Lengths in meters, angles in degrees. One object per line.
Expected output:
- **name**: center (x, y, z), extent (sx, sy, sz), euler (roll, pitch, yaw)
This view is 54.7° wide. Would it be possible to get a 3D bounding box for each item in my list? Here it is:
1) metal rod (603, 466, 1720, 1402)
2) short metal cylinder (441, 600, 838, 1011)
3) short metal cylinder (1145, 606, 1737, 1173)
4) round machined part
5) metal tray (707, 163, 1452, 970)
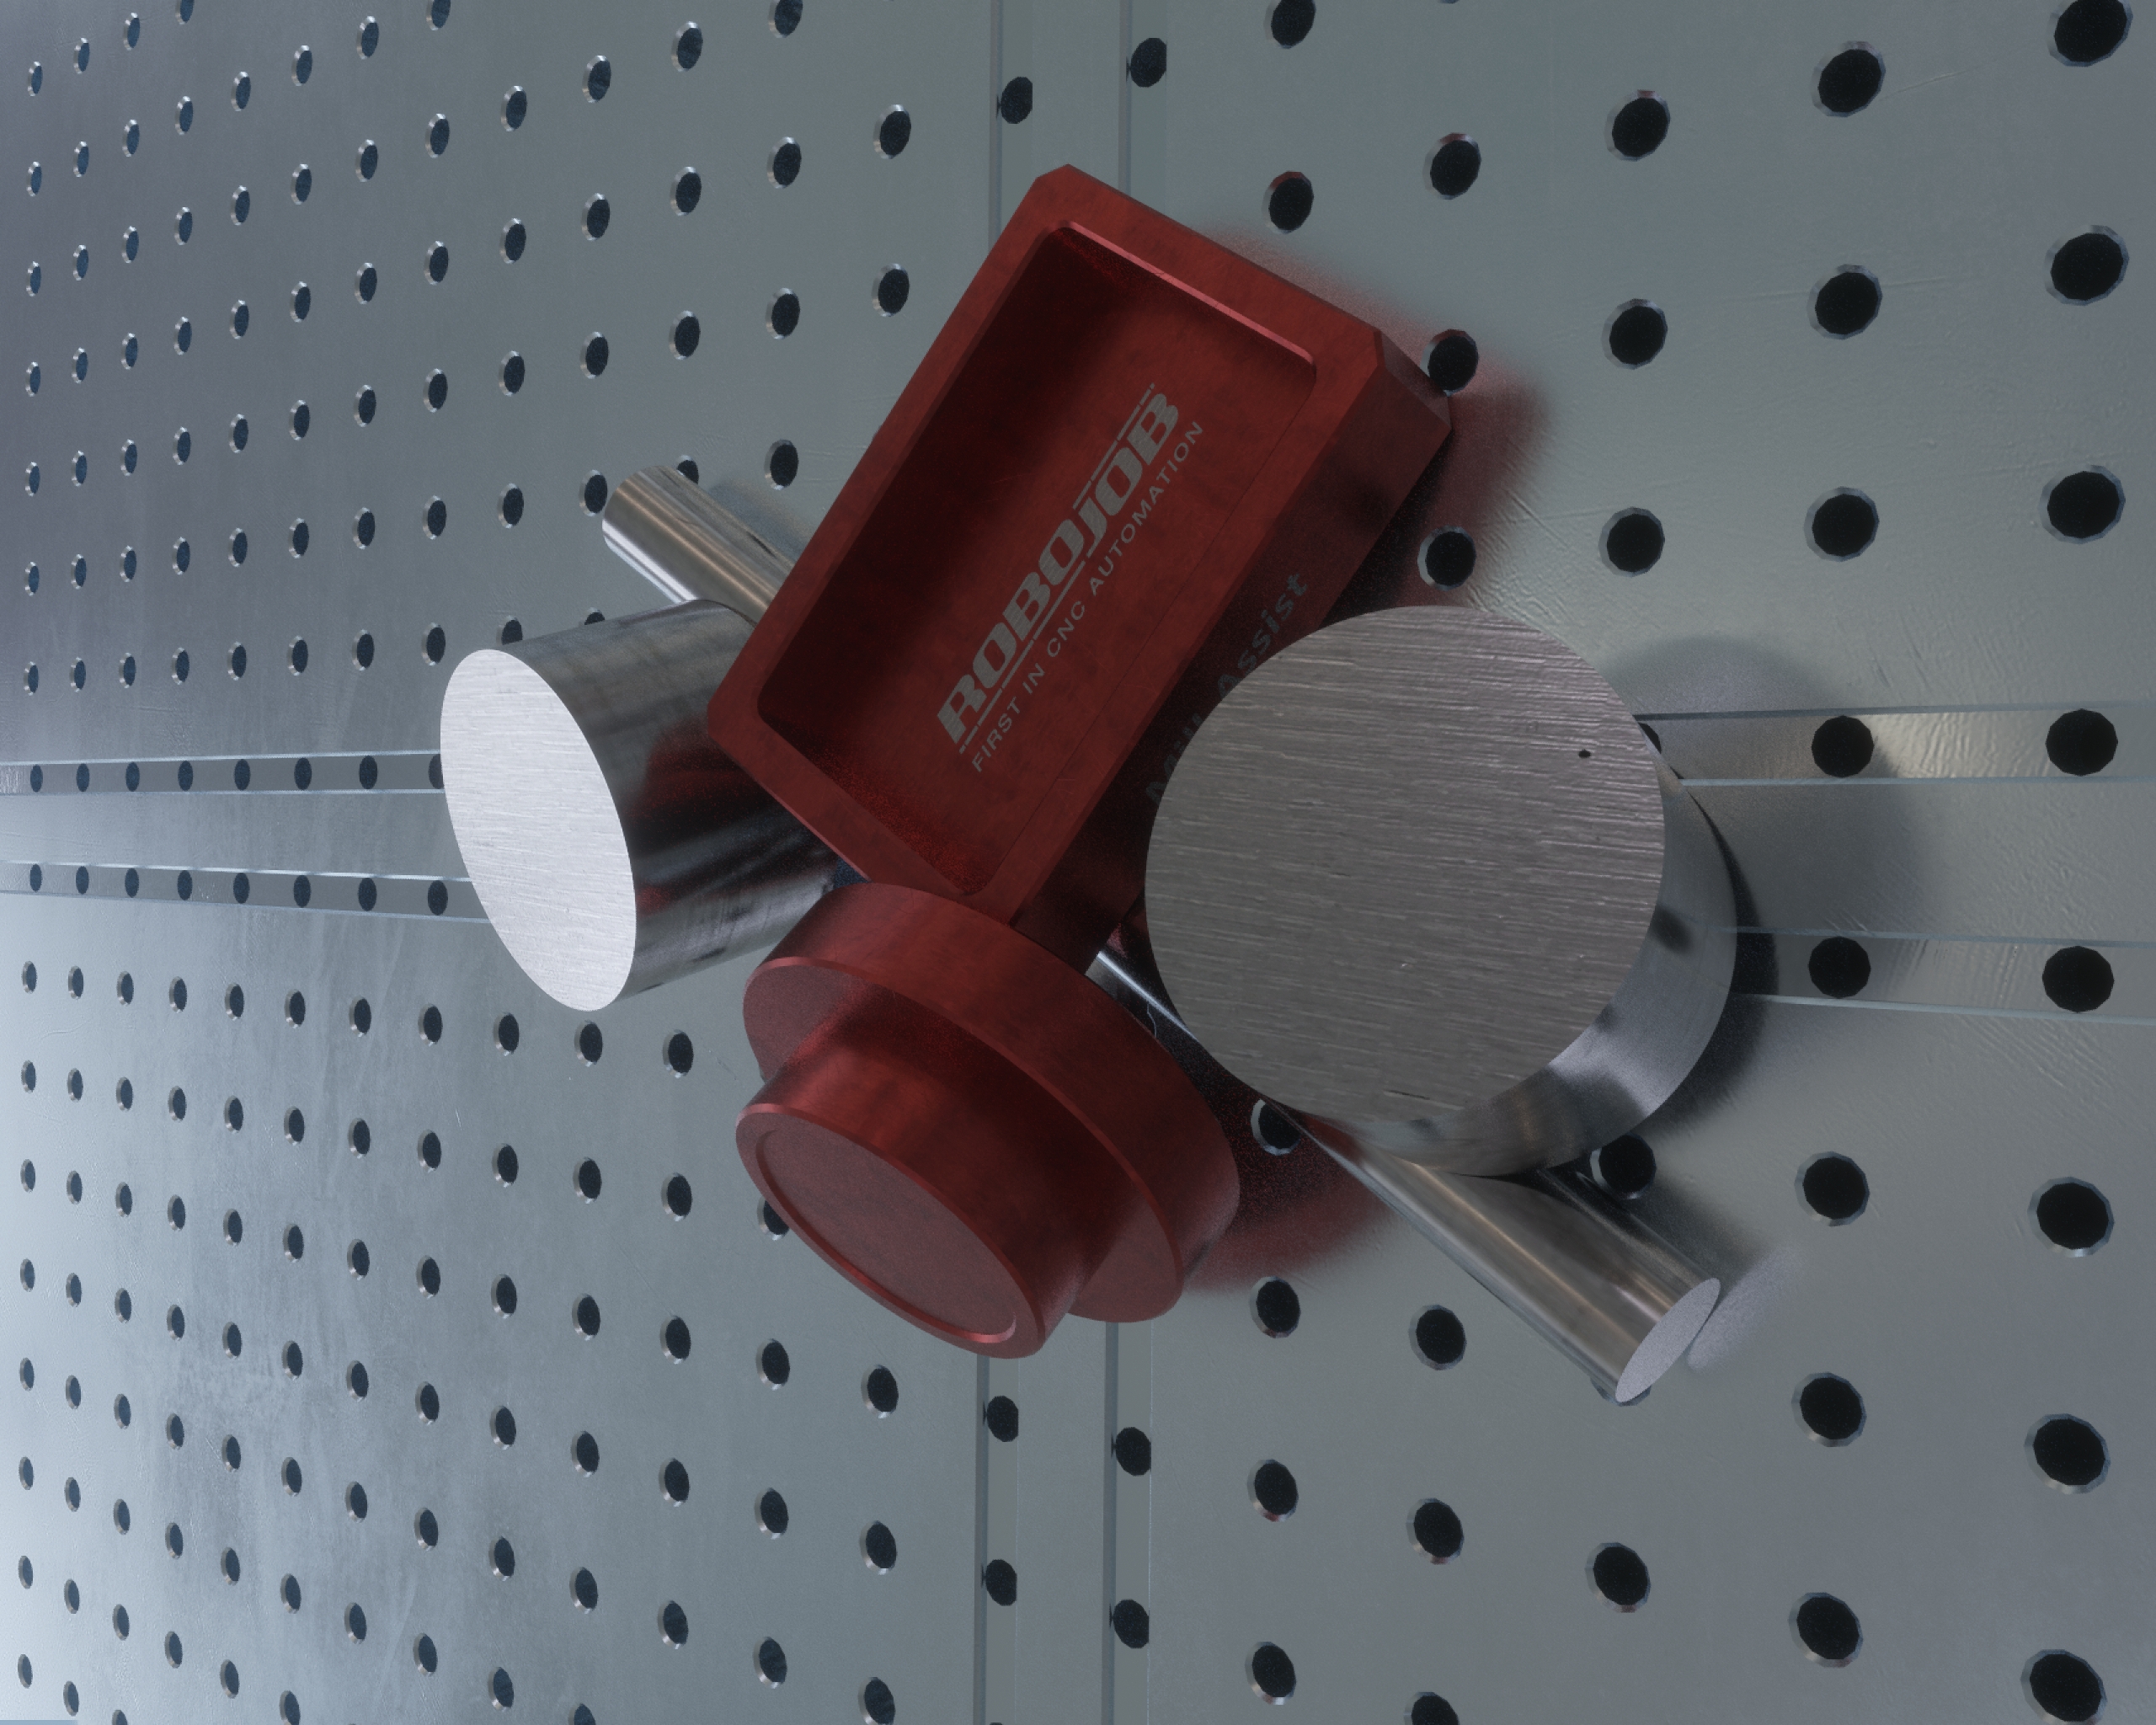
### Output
- **metal rod**: center (-0.004, -0.003, 0.413), extent (0.300, 0.025, 0.025), euler (39, 114, 33)
- **short metal cylinder**: center (-0.097, -0.013, 0.458), extent (0.080, 0.050, 0.079), euler (24, 124, 42)
- **short metal cylinder**: center (0.058, 0.006, 0.330), extent (0.080, 0.050, 0.080), euler (-9, 69, 26)
- **round machined part**: center (-0.023, 0.053, 0.382), extent (0.098, 0.042, 0.098), euler (27, 148, 19)
- **metal tray**: center (-0.004, -0.054, 0.390), extent (0.090, 0.030, 0.130), euler (39, 100, 33)
